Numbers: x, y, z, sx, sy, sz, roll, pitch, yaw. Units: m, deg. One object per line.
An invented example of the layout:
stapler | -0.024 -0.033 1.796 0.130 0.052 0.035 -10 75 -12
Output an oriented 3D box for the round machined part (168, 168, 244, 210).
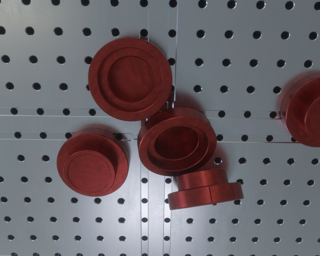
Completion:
round machined part | 0.058 0.081 0.415 0.098 0.098 0.042 -10 74 3

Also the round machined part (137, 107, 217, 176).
round machined part | 0.020 0.013 0.399 0.099 0.042 0.097 -5 128 -7

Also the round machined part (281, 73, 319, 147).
round machined part | 0.212 -0.019 0.399 0.099 0.042 0.097 0 110 0

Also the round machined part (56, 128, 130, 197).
round machined part | -0.092 0.053 0.423 0.099 0.042 0.097 0 110 0

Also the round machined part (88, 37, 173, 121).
round machined part | -0.034 -0.060 0.379 0.098 0.042 0.097 0 107 2
